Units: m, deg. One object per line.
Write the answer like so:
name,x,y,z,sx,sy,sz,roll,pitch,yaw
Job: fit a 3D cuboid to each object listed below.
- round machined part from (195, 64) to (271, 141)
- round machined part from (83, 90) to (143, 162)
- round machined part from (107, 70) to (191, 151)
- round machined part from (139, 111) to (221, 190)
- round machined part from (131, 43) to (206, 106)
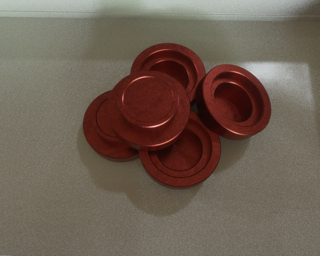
round machined part,0.089,-0.030,0.399,0.099,0.042,0.098,8,66,-19
round machined part,-0.050,-0.008,0.399,0.099,0.042,0.098,0,70,-1
round machined part,-0.013,-0.026,0.362,0.099,0.042,0.098,0,70,-1
round machined part,0.024,0.029,0.388,0.099,0.042,0.098,0,70,-1
round machined part,0.011,-0.063,0.422,0.099,0.042,0.098,0,70,-1
